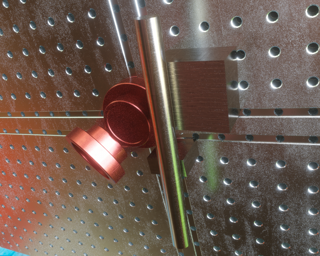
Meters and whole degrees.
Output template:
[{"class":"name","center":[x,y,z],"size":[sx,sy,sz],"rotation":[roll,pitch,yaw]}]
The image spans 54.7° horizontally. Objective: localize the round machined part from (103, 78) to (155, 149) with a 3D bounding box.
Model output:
[{"class":"round machined part","center":[-0.035,-0.013,0.410],"size":[0.098,0.042,0.097],"rotation":[13,124,21]}]

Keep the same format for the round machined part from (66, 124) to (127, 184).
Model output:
[{"class":"round machined part","center":[-0.086,0.033,0.447],"size":[0.098,0.042,0.098],"rotation":[38,161,16]}]

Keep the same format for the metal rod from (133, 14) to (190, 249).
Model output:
[{"class":"metal rod","center":[0.008,0.027,0.358],"size":[0.025,0.025,0.298],"rotation":[5,121,25]}]

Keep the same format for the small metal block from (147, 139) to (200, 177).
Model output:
[{"class":"small metal block","center":[0.019,0.037,0.408],"size":[0.050,0.050,0.025],"rotation":[1,119,28]}]

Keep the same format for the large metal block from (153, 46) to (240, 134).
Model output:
[{"class":"large metal block","center":[0.042,-0.043,0.346],"size":[0.080,0.050,0.079],"rotation":[4,120,26]}]
